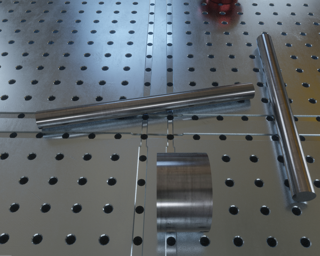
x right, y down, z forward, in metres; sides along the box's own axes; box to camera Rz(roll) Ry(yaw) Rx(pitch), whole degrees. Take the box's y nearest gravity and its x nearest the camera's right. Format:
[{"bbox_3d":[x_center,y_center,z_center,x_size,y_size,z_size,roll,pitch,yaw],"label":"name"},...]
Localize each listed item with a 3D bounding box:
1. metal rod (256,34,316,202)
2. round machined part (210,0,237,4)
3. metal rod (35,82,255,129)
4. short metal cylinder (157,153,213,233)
[{"bbox_3d":[0.170,-0.038,0.440,0.025,0.025,0.300,3,50,2],"label":"metal rod"},{"bbox_3d":[0.133,-0.295,0.645,0.099,0.042,0.098,0,50,0],"label":"round machined part"},{"bbox_3d":[-0.015,-0.033,0.434,0.302,0.025,0.025,-9,51,-7],"label":"metal rod"},{"bbox_3d":[0.022,0.065,0.317,0.050,0.080,0.080,0,50,0],"label":"short metal cylinder"}]
